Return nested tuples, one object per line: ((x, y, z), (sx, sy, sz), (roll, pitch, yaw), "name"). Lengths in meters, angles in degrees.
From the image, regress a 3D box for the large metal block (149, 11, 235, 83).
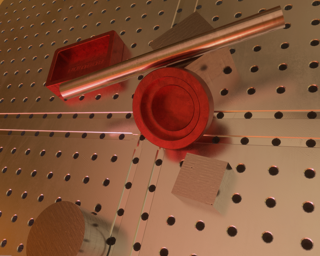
((0.043, -0.103, 0.432), (0.080, 0.050, 0.080), (-34, 52, 5), "large metal block")

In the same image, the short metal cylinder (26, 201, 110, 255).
((-0.107, 0.133, 0.365), (0.080, 0.050, 0.080), (-13, 56, 21), "short metal cylinder")

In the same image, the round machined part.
((0.019, -0.025, 0.382), (0.098, 0.042, 0.097), (5, 101, 24), "round machined part")

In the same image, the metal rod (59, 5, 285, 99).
((0.000, -0.089, 0.397), (0.301, 0.025, 0.025), (-15, 56, 20), "metal rod")

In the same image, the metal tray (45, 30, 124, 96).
((-0.131, -0.112, 0.539), (0.130, 0.030, 0.090), (-11, 57, 22), "metal tray")

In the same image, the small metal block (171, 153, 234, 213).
((0.048, 0.060, 0.346), (0.050, 0.025, 0.050), (11, 67, 32), "small metal block")
